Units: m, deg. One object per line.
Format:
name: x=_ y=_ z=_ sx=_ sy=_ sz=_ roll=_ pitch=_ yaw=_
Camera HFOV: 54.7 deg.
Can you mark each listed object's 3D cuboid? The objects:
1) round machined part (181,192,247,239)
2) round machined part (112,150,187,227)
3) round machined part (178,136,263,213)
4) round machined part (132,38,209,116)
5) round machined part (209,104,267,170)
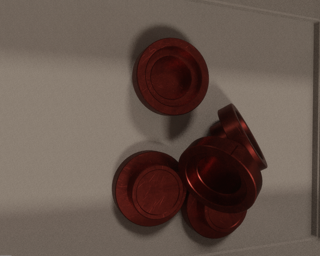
round machined part: x=0.082 y=0.107 z=0.434 sx=0.099 sy=0.042 sz=0.097 roll=0 pitch=90 yaw=-21
round machined part: x=-0.009 y=0.079 z=0.399 sx=0.099 sy=0.042 sz=0.097 roll=0 pitch=90 yaw=-20
round machined part: x=0.075 y=0.051 z=0.373 sx=0.042 sy=0.098 sz=0.098 roll=-42 pitch=106 yaw=-43
round machined part: x=0.011 y=-0.064 z=0.407 sx=0.099 sy=0.042 sz=0.097 roll=0 pitch=90 yaw=-21
round machined part: x=0.103 y=0.019 z=0.422 sx=0.042 sy=0.098 sz=0.098 roll=-30 pitch=102 yaw=18
